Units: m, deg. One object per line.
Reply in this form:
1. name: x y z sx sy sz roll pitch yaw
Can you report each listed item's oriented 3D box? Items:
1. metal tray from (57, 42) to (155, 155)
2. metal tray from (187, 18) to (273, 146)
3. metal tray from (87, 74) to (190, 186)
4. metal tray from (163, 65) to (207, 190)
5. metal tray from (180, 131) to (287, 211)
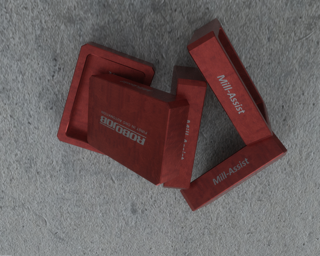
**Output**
1. metal tray: -0.069 -0.033 0.395 0.091 0.030 0.129 19 109 -7
2. metal tray: 0.082 -0.055 0.355 0.030 0.090 0.130 -27 109 24
3. metal tray: -0.031 -0.004 0.349 0.130 0.030 0.089 24 116 38
4. metal tray: 0.026 -0.003 0.376 0.030 0.090 0.129 6 111 -3
5. metal tray: 0.097 0.056 0.398 0.130 0.090 0.030 -36 71 12
